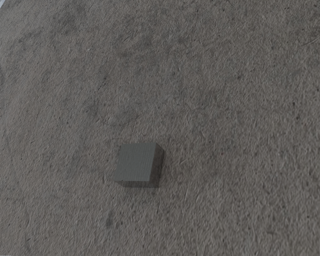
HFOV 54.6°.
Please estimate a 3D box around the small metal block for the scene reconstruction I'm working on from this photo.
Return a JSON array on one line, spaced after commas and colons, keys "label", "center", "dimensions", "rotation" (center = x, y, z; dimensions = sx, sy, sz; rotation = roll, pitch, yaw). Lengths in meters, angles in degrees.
[{"label": "small metal block", "center": [-0.026, 0.047, 0.390], "dimensions": [0.050, 0.025, 0.050], "rotation": [-4, 60, 26]}]
